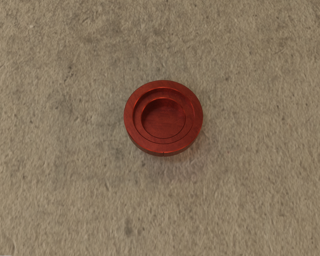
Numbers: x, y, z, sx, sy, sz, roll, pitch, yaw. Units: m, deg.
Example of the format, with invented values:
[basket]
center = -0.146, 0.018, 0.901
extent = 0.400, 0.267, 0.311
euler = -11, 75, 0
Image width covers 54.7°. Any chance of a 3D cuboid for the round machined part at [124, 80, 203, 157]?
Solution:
[round machined part]
center = 0.004, -0.009, 0.403
extent = 0.099, 0.042, 0.098
euler = 0, 70, -1
